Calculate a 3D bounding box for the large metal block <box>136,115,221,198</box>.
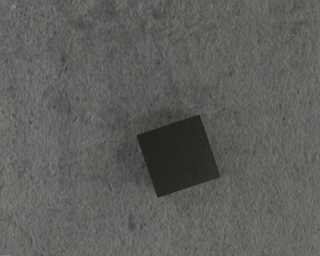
[{"bbox_3d":[0.022,0.034,0.398,0.080,0.050,0.080,-18,90,-1],"label":"large metal block"}]
